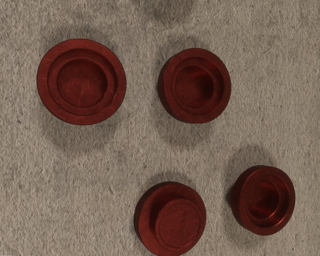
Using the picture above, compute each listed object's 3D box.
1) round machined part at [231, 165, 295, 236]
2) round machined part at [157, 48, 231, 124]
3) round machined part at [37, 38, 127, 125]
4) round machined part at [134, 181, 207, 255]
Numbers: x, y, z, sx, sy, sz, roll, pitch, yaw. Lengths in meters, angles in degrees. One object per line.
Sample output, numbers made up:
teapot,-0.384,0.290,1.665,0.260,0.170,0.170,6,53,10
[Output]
round machined part,0.146,0.103,0.456,0.099,0.042,0.097,0,90,-21
round machined part,0.043,-0.054,0.417,0.099,0.042,0.097,0,90,-21
round machined part,-0.092,-0.052,0.366,0.099,0.042,0.097,0,90,-21
round machined part,0.018,0.122,0.408,0.099,0.042,0.097,0,90,-21
